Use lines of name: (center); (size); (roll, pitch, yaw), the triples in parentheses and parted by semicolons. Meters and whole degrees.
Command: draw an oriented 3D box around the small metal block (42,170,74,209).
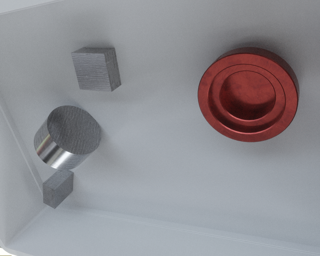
small metal block: (-0.180, 0.106, 0.550); (0.025, 0.050, 0.050); (24, 127, 14)

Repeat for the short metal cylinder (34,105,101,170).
short metal cylinder: (-0.134, 0.014, 0.450); (0.080, 0.080, 0.050); (46, 129, -5)

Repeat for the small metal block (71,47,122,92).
small metal block: (-0.082, -0.076, 0.403); (0.050, 0.025, 0.050); (7, 122, 24)

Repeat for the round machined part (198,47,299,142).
round machined part: (0.093, -0.037, 0.325); (0.098, 0.042, 0.097); (13, 124, 20)
